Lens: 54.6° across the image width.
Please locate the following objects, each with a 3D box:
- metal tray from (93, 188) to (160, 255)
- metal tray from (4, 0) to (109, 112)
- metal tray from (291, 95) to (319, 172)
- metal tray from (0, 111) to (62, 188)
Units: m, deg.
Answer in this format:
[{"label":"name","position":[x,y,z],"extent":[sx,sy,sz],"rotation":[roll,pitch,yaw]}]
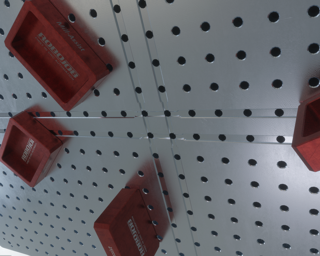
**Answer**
[{"label":"metal tray","position":[-0.049,0.175,0.504],"extent":[0.030,0.090,0.129],"rotation":[-4,117,30]},{"label":"metal tray","position":[-0.142,-0.097,0.423],"extent":[0.130,0.030,0.090],"rotation":[49,129,-7]},{"label":"metal tray","position":[0.182,-0.020,0.260],"extent":[0.130,0.090,0.030],"rotation":[-32,100,38]},{"label":"metal tray","position":[-0.238,0.042,0.560],"extent":[0.090,0.030,0.129],"rotation":[40,129,0]}]
